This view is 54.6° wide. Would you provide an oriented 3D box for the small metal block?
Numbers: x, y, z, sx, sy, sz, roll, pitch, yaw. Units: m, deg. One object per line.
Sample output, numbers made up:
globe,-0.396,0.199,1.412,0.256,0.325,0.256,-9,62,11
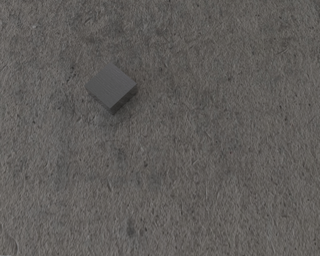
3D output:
small metal block,-0.066,-0.054,0.428,0.050,0.025,0.050,41,75,13
